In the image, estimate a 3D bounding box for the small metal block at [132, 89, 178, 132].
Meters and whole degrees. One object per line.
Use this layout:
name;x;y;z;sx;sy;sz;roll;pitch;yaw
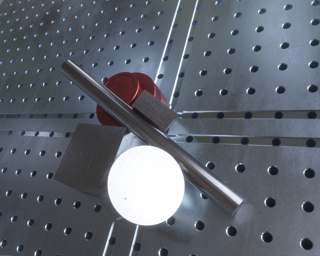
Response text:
small metal block;-0.006;-0.019;0.394;0.050;0.050;0.025;38;85;4

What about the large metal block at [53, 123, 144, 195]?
large metal block;-0.076;0.043;0.401;0.080;0.050;0.080;5;64;30

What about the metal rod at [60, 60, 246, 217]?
metal rod;-0.026;-0.003;0.381;0.300;0.025;0.025;38;83;25

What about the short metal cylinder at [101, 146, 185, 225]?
short metal cylinder;-0.020;0.063;0.335;0.081;0.050;0.080;6;72;-18

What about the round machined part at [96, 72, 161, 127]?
round machined part;-0.051;-0.042;0.448;0.098;0.042;0.098;-13;56;20
